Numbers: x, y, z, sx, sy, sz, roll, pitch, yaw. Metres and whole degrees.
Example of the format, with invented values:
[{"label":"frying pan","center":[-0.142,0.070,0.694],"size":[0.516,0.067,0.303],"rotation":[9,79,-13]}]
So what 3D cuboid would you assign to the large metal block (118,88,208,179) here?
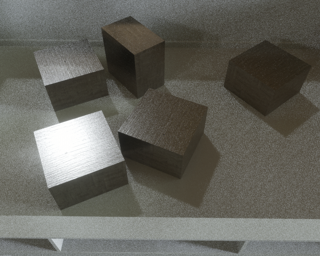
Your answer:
[{"label":"large metal block","center":[0.005,0.005,0.385],"size":[0.080,0.050,0.080],"rotation":[20,53,16]}]

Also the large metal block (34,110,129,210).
[{"label":"large metal block","center":[-0.090,0.035,0.359],"size":[0.081,0.050,0.080],"rotation":[-19,53,-16]}]

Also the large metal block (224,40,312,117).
[{"label":"large metal block","center":[0.154,-0.075,0.453],"size":[0.080,0.050,0.080],"rotation":[-32,57,-24]}]

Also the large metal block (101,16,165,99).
[{"label":"large metal block","center":[-0.038,-0.104,0.456],"size":[0.050,0.080,0.080],"rotation":[-32,57,-24]}]

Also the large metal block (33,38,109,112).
[{"label":"large metal block","center":[-0.130,-0.079,0.455],"size":[0.081,0.050,0.080],"rotation":[-20,53,-16]}]
